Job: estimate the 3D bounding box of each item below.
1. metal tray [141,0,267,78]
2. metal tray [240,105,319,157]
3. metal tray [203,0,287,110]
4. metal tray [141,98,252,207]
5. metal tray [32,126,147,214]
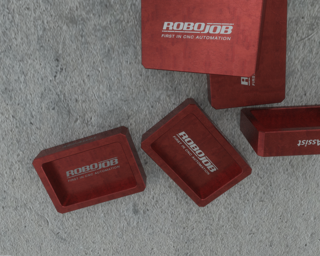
[{"bbox_3d":[0.044,-0.107,0.340,0.130,0.030,0.089,9,112,22],"label":"metal tray"},{"bbox_3d":[0.173,0.000,0.376,0.131,0.090,0.030,-3,110,1],"label":"metal tray"},{"bbox_3d":[0.102,-0.092,0.374,0.091,0.030,0.129,-6,110,2],"label":"metal tray"},{"bbox_3d":[0.049,0.036,0.420,0.090,0.030,0.130,-39,106,13],"label":"metal tray"},{"bbox_3d":[-0.094,0.059,0.427,0.131,0.030,0.090,-17,109,6],"label":"metal tray"}]
